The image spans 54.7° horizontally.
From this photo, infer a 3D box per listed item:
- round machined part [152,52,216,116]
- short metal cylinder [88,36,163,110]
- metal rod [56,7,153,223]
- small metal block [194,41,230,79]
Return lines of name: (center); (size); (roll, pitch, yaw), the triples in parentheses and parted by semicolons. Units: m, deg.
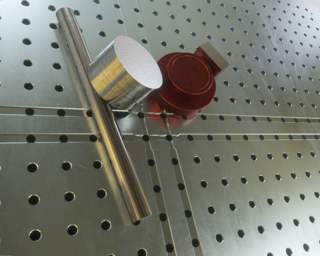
round machined part: (0.037, -0.070, 0.450); (0.099, 0.042, 0.098); (7, 66, -15)
short metal cylinder: (-0.043, -0.070, 0.396); (0.080, 0.050, 0.080); (35, 36, -30)
metal rod: (-0.076, -0.030, 0.386); (0.025, 0.025, 0.299); (-11, 67, -33)
small metal block: (0.074, -0.100, 0.495); (0.050, 0.050, 0.025); (49, 51, 6)
